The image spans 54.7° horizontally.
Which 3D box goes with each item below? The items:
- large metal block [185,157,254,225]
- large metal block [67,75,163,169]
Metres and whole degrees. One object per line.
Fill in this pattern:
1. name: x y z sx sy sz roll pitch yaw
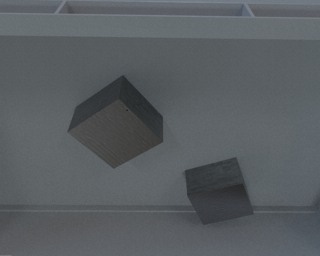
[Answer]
1. large metal block: 0.091 0.099 0.478 0.080 0.050 0.080 -17 128 13
2. large metal block: -0.052 -0.005 0.388 0.080 0.050 0.080 -30 124 23
